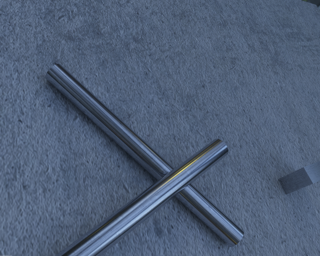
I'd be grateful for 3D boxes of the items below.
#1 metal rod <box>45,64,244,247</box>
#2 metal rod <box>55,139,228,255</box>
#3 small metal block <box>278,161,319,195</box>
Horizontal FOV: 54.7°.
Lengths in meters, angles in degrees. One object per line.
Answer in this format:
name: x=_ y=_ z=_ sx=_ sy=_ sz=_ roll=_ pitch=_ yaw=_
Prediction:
metal rod: x=-0.019 y=0.032 z=0.375 sx=0.300 sy=0.025 sz=0.025 roll=42 pitch=51 yaw=0
metal rod: x=-0.034 y=0.092 z=0.309 sx=0.302 sy=0.025 sz=0.025 roll=-31 pitch=80 yaw=-32
small metal block: x=0.216 y=0.074 z=0.462 sx=0.050 sy=0.050 sz=0.025 roll=-10 pitch=67 yaw=-33
